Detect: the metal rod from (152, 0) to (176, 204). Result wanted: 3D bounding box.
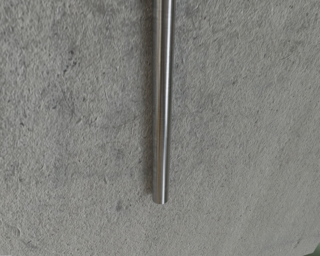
[{"bbox_3d":[0.002,-0.020,0.394,0.025,0.025,0.298,-13,124,-21],"label":"metal rod"}]
